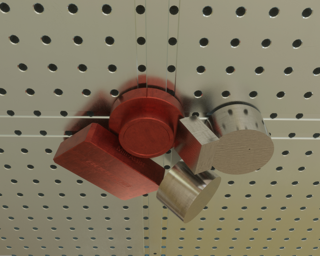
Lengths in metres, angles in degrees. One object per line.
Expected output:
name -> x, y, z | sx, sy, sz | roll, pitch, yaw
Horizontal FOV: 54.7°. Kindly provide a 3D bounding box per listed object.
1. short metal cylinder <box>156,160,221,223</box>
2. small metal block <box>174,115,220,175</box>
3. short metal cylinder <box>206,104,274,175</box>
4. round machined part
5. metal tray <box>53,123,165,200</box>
short metal cylinder -> 0.041, 0.086, 0.436 | 0.050, 0.081, 0.079 | 37, 135, 26
small metal block -> 0.044, 0.020, 0.384 | 0.025, 0.050, 0.050 | -15, 134, -25
short metal cylinder -> 0.101, 0.016, 0.405 | 0.081, 0.050, 0.079 | 0, 130, 0
round machined part -> -0.016, 0.001, 0.395 | 0.099, 0.042, 0.097 | 0, 130, 0
metal tray -> -0.069, 0.053, 0.433 | 0.130, 0.030, 0.090 | 37, 136, -28
